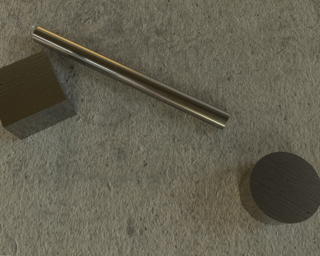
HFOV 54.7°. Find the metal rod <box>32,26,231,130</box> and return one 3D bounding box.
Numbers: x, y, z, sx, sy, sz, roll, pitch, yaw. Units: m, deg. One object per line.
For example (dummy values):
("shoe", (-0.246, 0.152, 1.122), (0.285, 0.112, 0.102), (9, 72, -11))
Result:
("metal rod", (-0.045, -0.073, 0.434), (0.301, 0.025, 0.025), (26, 72, 9))

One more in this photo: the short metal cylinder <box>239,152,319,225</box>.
("short metal cylinder", (0.141, 0.073, 0.369), (0.081, 0.050, 0.080), (0, 70, 0))

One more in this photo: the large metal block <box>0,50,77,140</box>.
("large metal block", (-0.169, -0.043, 0.409), (0.080, 0.050, 0.080), (-26, 72, -9))
